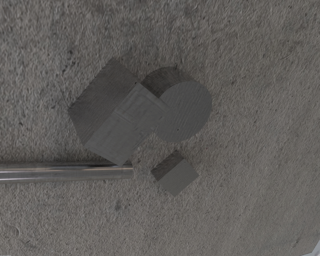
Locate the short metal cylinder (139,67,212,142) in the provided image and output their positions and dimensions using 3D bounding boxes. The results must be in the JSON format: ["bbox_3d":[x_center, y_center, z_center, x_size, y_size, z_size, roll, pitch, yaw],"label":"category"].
[{"bbox_3d":[0.016,-0.029,0.382,0.081,0.050,0.079,-14,124,-21],"label":"short metal cylinder"}]

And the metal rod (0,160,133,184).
[{"bbox_3d":[-0.173,0.050,0.342,0.302,0.025,0.025,3,117,-30],"label":"metal rod"}]

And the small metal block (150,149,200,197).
[{"bbox_3d":[0.023,0.068,0.462,0.050,0.025,0.050,-41,130,0],"label":"small metal block"}]

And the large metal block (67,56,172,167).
[{"bbox_3d":[-0.047,-0.020,0.334,0.080,0.080,0.050,-49,129,6],"label":"large metal block"}]
